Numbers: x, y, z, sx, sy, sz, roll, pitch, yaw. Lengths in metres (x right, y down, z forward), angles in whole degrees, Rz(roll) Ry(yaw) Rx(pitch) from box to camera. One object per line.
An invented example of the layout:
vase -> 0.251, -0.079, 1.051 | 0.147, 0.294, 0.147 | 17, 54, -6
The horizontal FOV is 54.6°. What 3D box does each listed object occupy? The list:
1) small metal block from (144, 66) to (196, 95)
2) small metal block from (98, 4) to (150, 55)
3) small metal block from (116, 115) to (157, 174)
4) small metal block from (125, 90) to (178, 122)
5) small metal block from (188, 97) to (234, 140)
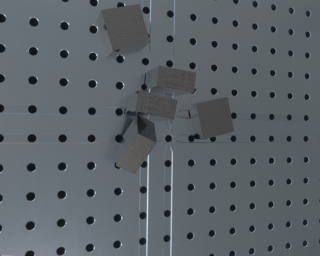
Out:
small metal block -> 0.012, -0.060, 0.403 | 0.050, 0.050, 0.025 | 7, 88, -20
small metal block -> -0.046, -0.125, 0.395 | 0.050, 0.025, 0.050 | -18, 96, -19
small metal block -> -0.029, 0.019, 0.378 | 0.025, 0.050, 0.050 | 28, 112, -18
small metal block -> -0.012, -0.026, 0.394 | 0.050, 0.050, 0.025 | 12, 84, -20
small metal block -> 0.073, -0.014, 0.439 | 0.050, 0.025, 0.050 | -14, 95, -20
